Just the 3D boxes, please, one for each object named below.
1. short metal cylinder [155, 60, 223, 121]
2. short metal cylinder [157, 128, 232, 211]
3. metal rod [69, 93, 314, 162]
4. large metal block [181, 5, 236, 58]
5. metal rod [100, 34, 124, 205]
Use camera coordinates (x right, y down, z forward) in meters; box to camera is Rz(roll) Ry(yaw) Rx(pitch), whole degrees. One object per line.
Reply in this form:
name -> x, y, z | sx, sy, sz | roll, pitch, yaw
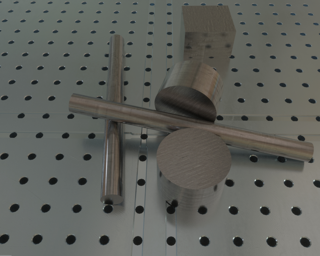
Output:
short metal cylinder -> 0.039, -0.041, 0.406 | 0.080, 0.080, 0.050 | 14, 52, 11
short metal cylinder -> 0.037, 0.046, 0.353 | 0.081, 0.050, 0.080 | 0, 50, 0
metal rod -> 0.037, -0.001, 0.388 | 0.302, 0.025, 0.025 | 12, 51, 2
large metal block -> 0.079, -0.166, 0.532 | 0.081, 0.050, 0.080 | -1, 50, -1
metal rod -> -0.063, -0.036, 0.436 | 0.025, 0.025, 0.300 | -3, 50, -3
